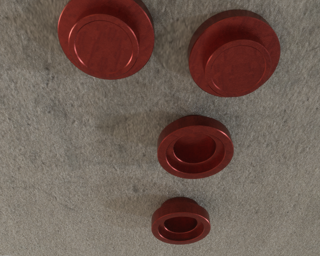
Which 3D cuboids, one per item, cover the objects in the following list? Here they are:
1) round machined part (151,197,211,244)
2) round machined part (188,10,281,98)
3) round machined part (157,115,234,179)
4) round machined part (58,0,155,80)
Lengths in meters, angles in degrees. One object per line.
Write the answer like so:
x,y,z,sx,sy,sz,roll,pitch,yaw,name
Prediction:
0.035,0.155,0.529,0.099,0.042,0.097,-1,130,0,round machined part
0.081,-0.072,0.336,0.099,0.042,0.097,-1,130,0,round machined part
0.046,0.021,0.415,0.099,0.042,0.097,-1,130,0,round machined part
-0.055,-0.091,0.318,0.099,0.042,0.097,-1,130,0,round machined part
